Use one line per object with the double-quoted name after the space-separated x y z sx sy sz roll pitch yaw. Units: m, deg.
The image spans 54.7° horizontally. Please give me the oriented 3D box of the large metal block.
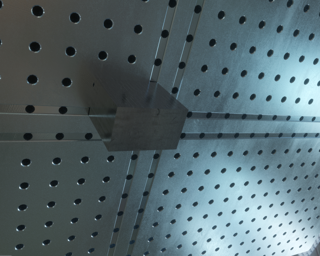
-0.028 -0.017 0.351 0.081 0.080 0.050 0 118 -29 "large metal block"
